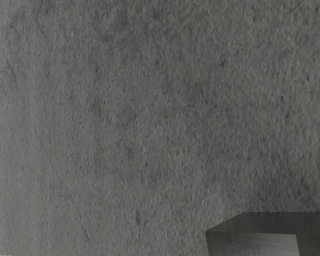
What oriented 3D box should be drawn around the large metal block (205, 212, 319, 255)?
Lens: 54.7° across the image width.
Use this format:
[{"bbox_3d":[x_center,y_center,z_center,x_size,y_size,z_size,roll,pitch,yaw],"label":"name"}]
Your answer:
[{"bbox_3d":[0.101,0.111,0.285,0.080,0.081,0.050,-13,82,39],"label":"large metal block"}]
